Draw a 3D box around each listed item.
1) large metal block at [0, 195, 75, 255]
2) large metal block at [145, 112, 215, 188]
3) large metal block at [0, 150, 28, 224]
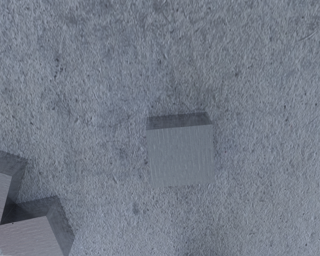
[{"bbox_3d":[-0.181,0.153,0.451,0.080,0.050,0.080,-13,110,4],"label":"large metal block"},{"bbox_3d":[0.026,0.028,0.407,0.080,0.050,0.079,-5,110,2],"label":"large metal block"},{"bbox_3d":[-0.239,0.074,0.422,0.080,0.050,0.079,20,109,-7],"label":"large metal block"}]
